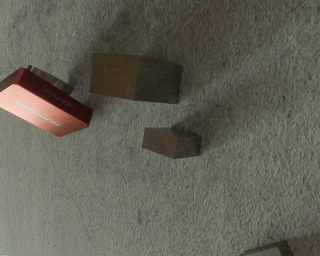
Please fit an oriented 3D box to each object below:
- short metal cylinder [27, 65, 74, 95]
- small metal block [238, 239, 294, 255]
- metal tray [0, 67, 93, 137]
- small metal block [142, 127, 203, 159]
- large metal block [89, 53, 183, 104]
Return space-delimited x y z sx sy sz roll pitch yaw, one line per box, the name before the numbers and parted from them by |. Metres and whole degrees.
short metal cylinder | -0.193 -0.064 0.521 0.080 0.080 0.050 23 85 37
small metal block | 0.112 0.147 0.312 0.050 0.025 0.050 -34 69 34
metal tray | -0.185 -0.035 0.490 0.090 0.130 0.030 -16 52 39
small metal block | 0.015 0.017 0.376 0.050 0.050 0.025 17 101 39
large metal block | -0.030 -0.062 0.394 0.080 0.081 0.050 14 99 39
